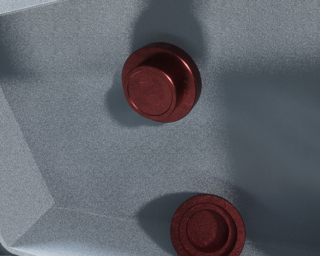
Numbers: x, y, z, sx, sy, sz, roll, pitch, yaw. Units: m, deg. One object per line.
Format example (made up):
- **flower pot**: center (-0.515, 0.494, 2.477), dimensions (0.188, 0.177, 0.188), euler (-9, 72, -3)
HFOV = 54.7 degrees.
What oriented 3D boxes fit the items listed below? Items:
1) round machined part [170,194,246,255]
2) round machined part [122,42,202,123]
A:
- **round machined part**: center (0.065, 0.141, 0.429), dimensions (0.098, 0.042, 0.098), euler (-1, 81, 8)
- **round machined part**: center (-0.004, -0.049, 0.369), dimensions (0.098, 0.042, 0.097), euler (13, 124, 21)
